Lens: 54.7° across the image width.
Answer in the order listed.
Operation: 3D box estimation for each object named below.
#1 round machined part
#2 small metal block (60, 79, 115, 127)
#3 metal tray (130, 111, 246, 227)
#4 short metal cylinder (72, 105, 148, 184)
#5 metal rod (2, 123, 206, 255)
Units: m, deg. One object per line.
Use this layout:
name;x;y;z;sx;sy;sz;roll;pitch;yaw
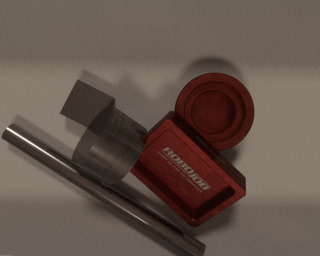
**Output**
round machined part;0.068;-0.020;0.404;0.099;0.042;0.097;0;90;-1
small metal block;-0.095;-0.029;0.410;0.050;0.025;0.050;27;90;0
metal tray;0.030;0.053;0.383;0.130;0.030;0.090;43;116;-7
short metal cylinder;-0.060;0.019;0.367;0.050;0.080;0.080;36;90;-22
metal rod;-0.073;0.085;0.410;0.301;0.025;0.025;33;90;-1
